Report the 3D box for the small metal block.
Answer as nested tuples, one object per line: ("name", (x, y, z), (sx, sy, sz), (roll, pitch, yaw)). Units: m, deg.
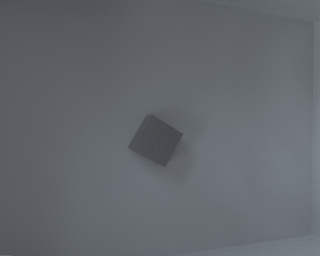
("small metal block", (-0.006, 0.017, 0.409), (0.050, 0.025, 0.050), (32, 79, -18))
